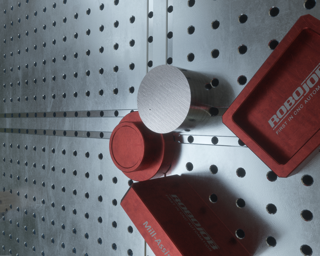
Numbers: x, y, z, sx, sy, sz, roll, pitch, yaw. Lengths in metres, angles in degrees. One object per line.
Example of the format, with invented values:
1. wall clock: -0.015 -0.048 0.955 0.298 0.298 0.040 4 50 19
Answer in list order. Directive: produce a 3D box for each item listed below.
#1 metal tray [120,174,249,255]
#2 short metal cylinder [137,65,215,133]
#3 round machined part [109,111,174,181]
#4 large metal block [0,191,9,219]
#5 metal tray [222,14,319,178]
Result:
1. metal tray: 0.027 0.113 0.344 0.130 0.091 0.030 47 118 29
2. short metal cylinder: 0.019 -0.034 0.378 0.080 0.050 0.079 0 90 40
3. round machined part: -0.032 0.025 0.425 0.098 0.042 0.097 0 90 40
4. large metal block: -0.410 0.190 0.712 0.080 0.081 0.050 -38 67 33
5. metal tray: 0.132 -0.028 0.296 0.090 0.030 0.129 49 119 28
